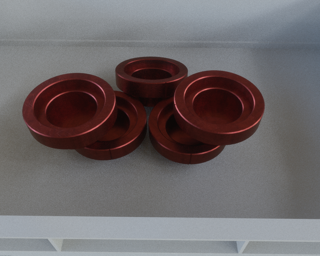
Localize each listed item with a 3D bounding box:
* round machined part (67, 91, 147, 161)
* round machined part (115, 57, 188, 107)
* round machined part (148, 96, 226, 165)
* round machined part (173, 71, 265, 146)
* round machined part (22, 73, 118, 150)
[{"bbox_3d":[-0.065,0.001,0.391,0.099,0.042,0.098,0,50,0],"label":"round machined part"},{"bbox_3d":[-0.012,-0.063,0.432,0.099,0.042,0.098,1,32,-1],"label":"round machined part"},{"bbox_3d":[0.035,0.005,0.388,0.099,0.042,0.098,0,50,0],"label":"round machined part"},{"bbox_3d":[0.064,-0.019,0.354,0.099,0.042,0.098,0,50,0],"label":"round machined part"},{"bbox_3d":[-0.097,-0.015,0.350,0.099,0.042,0.098,0,50,0],"label":"round machined part"}]
